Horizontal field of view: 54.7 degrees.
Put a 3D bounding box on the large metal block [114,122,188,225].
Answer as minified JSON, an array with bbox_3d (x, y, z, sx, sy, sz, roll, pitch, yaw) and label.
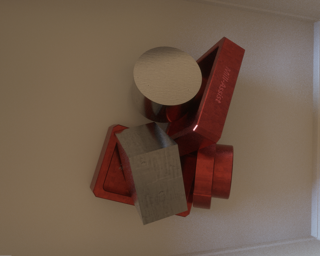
[{"bbox_3d":[-0.012,0.047,0.352,0.050,0.080,0.079,-15,111,-14],"label":"large metal block"}]

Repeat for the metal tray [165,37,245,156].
[{"bbox_3d":[0.051,-0.036,0.378,0.030,0.090,0.130,28,65,-15],"label":"metal tray"}]

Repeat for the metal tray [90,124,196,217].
[{"bbox_3d":[-0.013,0.056,0.401,0.131,0.030,0.090,18,84,-19],"label":"metal tray"}]

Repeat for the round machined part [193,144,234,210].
[{"bbox_3d":[0.069,0.054,0.393,0.042,0.098,0.097,5,88,10],"label":"round machined part"}]

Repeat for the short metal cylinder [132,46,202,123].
[{"bbox_3d":[0.006,-0.053,0.383,0.081,0.050,0.080,3,67,-7],"label":"short metal cylinder"}]
